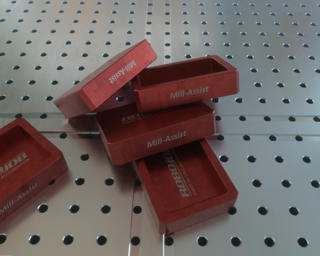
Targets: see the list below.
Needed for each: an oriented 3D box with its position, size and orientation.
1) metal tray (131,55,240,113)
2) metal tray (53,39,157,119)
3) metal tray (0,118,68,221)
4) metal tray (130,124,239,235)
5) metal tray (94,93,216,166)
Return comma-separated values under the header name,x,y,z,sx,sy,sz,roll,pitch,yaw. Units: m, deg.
name,x,y,z,sx,sy,sz,roll,pitch,yaw
metal tray,0.028,-0.062,0.415,0.131,0.030,0.090,-12,27,-5
metal tray,-0.074,-0.067,0.425,0.090,0.030,0.131,-8,32,52
metal tray,-0.188,0.053,0.356,0.090,0.030,0.131,35,58,25
metal tray,0.020,0.047,0.365,0.091,0.030,0.130,-16,52,-14
metal tray,-0.008,-0.006,0.388,0.131,0.030,0.090,-17,30,-14
